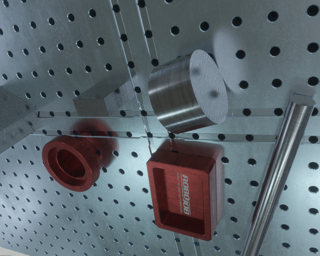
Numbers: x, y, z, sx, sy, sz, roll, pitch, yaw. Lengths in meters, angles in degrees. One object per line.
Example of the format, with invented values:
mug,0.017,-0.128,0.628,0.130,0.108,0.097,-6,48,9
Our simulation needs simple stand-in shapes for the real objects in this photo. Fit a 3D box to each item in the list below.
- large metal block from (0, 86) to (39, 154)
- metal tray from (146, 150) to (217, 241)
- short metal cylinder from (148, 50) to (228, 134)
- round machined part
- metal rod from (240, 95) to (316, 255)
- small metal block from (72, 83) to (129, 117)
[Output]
large metal block,-0.261,-0.015,0.504,0.080,0.080,0.050,30,128,9
metal tray,0.034,0.099,0.451,0.090,0.030,0.129,7,122,24
short metal cylinder,0.032,-0.038,0.335,0.050,0.080,0.080,-16,110,34
round machined part,-0.139,0.053,0.506,0.098,0.042,0.097,13,124,21
metal rod,0.138,0.096,0.397,0.025,0.025,0.298,16,125,19
small metal block,-0.078,-0.038,0.413,0.050,0.050,0.025,2,119,27
